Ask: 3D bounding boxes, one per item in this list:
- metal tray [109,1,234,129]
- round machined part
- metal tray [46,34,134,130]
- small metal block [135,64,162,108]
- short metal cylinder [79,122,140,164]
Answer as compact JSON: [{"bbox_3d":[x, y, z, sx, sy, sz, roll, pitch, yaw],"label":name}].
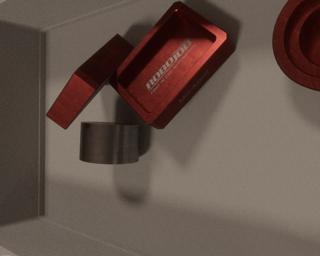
[{"bbox_3d":[0.011,-0.074,0.367,0.130,0.030,0.090,-48,60,8],"label":"metal tray"},{"bbox_3d":[0.154,-0.079,0.268,0.098,0.042,0.097,0,90,39],"label":"round machined part"},{"bbox_3d":[-0.090,-0.065,0.413,0.030,0.130,0.090,39,126,-11],"label":"metal tray"},{"bbox_3d":[-0.012,-0.058,0.415,0.050,0.025,0.050,45,116,30],"label":"small metal block"},{"bbox_3d":[-0.068,0.018,0.425,0.080,0.081,0.050,5,94,39],"label":"short metal cylinder"}]
